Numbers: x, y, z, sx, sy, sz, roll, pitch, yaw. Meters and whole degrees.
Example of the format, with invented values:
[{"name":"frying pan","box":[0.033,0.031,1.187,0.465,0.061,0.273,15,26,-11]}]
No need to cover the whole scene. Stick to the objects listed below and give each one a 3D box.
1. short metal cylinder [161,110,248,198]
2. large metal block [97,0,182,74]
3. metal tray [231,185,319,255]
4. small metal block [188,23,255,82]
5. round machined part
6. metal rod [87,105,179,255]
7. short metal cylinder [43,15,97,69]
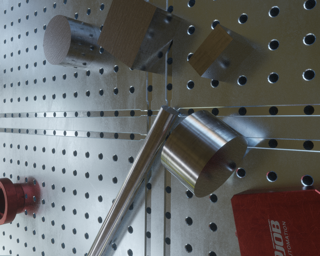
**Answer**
[{"name":"short metal cylinder","box":[0.048,0.028,0.334,0.050,0.081,0.079,40,114,33]},{"name":"large metal block","box":[-0.030,-0.130,0.418,0.080,0.050,0.079,40,114,32]},{"name":"metal tray","box":[0.127,0.125,0.302,0.090,0.030,0.129,-15,81,39]},{"name":"small metal block","box":[0.067,-0.080,0.338,0.050,0.050,0.025,-49,61,29]},{"name":"round machined part","box":[-0.332,0.157,0.673,0.098,0.042,0.097,0,90,40]},{"name":"metal rod","box":[-0.050,0.101,0.451,0.025,0.025,0.298,41,115,32]},{"name":"short metal cylinder","box":[-0.151,-0.142,0.518,0.080,0.050,0.080,0,90,40]}]
